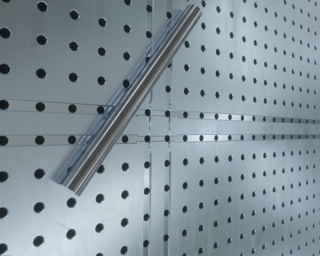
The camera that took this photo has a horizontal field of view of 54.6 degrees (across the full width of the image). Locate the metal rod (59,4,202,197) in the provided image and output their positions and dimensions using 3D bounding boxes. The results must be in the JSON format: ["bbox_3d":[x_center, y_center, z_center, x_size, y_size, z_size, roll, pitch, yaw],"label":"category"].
[{"bbox_3d":[-0.023,-0.051,0.388,0.025,0.025,0.300,46,62,-30],"label":"metal rod"}]
